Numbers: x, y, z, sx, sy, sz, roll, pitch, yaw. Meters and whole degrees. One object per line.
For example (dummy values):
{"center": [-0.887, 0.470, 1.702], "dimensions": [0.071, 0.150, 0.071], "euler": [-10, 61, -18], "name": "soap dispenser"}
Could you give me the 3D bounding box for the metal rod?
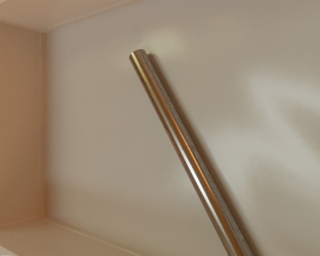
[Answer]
{"center": [0.031, 0.025, 0.379], "dimensions": [0.025, 0.025, 0.299], "euler": [-40, 66, 32], "name": "metal rod"}
